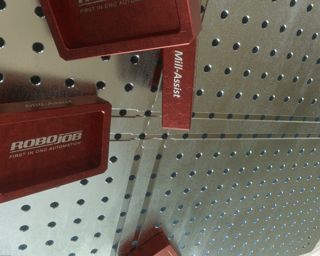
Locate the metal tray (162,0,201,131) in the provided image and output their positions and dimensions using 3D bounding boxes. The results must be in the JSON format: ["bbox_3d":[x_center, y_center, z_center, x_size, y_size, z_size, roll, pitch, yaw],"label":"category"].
[{"bbox_3d":[0.024,-0.074,0.334,0.030,0.090,0.129,5,122,7],"label":"metal tray"}]

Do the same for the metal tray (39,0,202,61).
[{"bbox_3d":[-0.038,-0.110,0.258,0.130,0.030,0.090,-2,119,22],"label":"metal tray"}]

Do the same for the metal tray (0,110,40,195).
[{"bbox_3d":[-0.205,0.042,0.322,0.131,0.030,0.090,-24,127,-14],"label":"metal tray"}]

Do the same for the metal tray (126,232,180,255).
[{"bbox_3d":[-0.004,0.254,0.561,0.090,0.030,0.130,-32,129,-7],"label":"metal tray"}]

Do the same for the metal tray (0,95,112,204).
[{"bbox_3d":[-0.115,0.017,0.324,0.131,0.030,0.089,-12,118,-42],"label":"metal tray"}]
